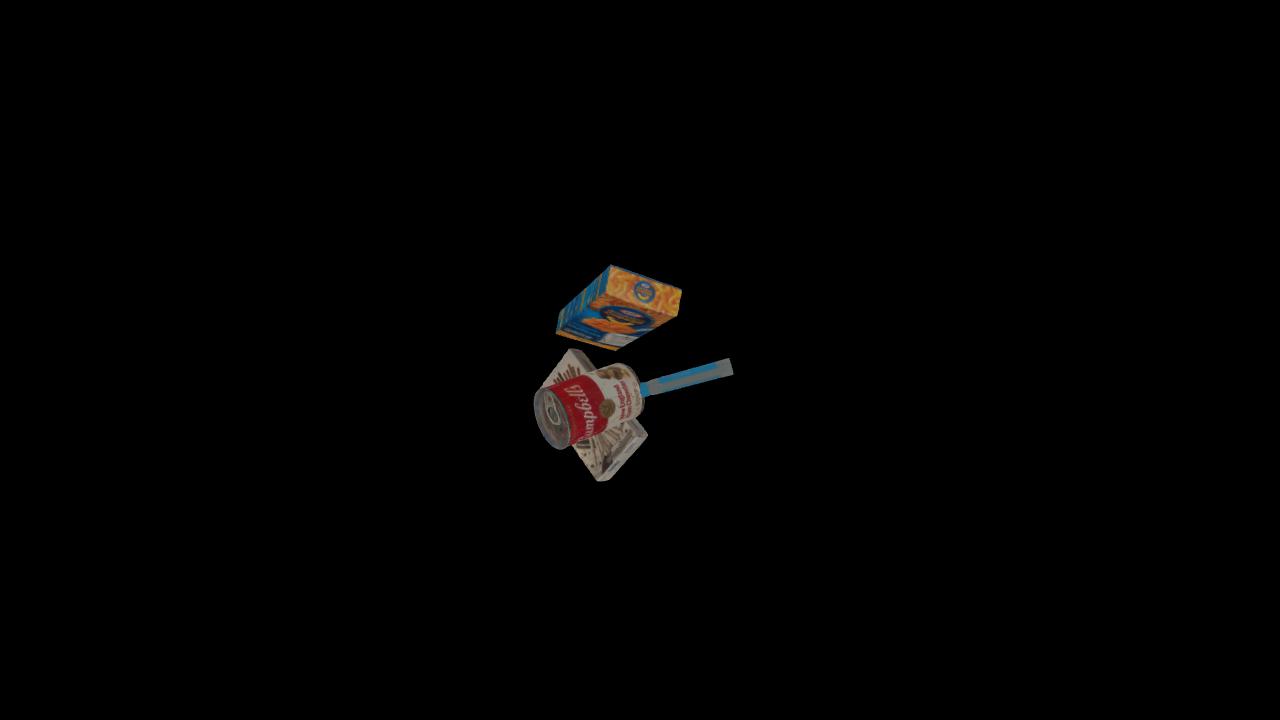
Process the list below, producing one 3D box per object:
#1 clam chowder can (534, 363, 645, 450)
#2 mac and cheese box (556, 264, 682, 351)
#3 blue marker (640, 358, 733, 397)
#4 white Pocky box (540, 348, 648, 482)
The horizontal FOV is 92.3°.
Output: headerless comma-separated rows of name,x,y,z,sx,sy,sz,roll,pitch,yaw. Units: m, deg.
clam chowder can,-0.054,0.047,0.663,0.102,0.068,0.068,-20,12,-36
mac and cheese box,-0.033,-0.058,0.763,0.093,0.041,0.184,17,-18,-20
blue marker,0.040,0.023,0.666,0.121,0.020,0.020,-15,-2,6
white Pocky box,-0.063,0.066,0.766,0.028,0.084,0.154,8,37,-55
